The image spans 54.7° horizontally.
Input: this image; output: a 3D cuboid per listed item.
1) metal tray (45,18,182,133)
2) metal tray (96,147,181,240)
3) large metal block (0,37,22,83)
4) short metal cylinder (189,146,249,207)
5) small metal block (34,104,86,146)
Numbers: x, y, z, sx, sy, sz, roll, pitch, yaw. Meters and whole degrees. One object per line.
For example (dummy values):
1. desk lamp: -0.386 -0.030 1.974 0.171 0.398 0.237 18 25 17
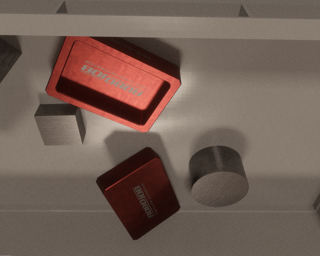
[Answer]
1. metal tray: -0.053 -0.055 0.358 0.131 0.030 0.089 22 127 -19
2. metal tray: -0.028 0.101 0.464 0.090 0.030 0.129 -32 130 -14
3. large metal block: -0.202 -0.052 0.326 0.080 0.080 0.050 -36 122 26
4. short metal cylinder: 0.084 0.072 0.455 0.081 0.050 0.079 0 130 0
5. small metal block: -0.128 -0.004 0.404 0.050 0.025 0.050 -1 130 0
